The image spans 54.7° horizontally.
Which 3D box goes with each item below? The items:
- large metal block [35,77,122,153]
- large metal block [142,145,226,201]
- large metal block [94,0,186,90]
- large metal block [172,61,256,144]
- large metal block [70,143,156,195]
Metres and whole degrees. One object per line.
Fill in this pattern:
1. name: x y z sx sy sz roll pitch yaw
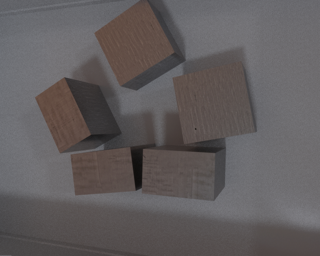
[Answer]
1. large metal block: -0.107 -0.016 0.418 0.050 0.080 0.080 -30 81 17
2. large metal block: 0.032 0.049 0.369 0.080 0.080 0.050 2 91 19
3. large metal block: -0.025 -0.106 0.405 0.080 0.050 0.080 -29 81 17
4. large metal block: 0.067 -0.027 0.373 0.080 0.050 0.080 -11 87 19
5. large metal block: -0.054 0.051 0.399 0.080 0.080 0.050 -8 88 19
